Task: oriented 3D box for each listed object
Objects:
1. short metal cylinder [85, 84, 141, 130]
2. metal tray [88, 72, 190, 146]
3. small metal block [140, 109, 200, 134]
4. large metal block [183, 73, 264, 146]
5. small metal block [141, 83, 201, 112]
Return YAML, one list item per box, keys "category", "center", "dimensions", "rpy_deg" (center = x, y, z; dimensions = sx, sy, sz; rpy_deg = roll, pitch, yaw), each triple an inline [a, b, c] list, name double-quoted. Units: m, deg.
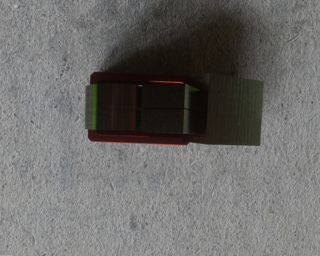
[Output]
- category: "short metal cylinder"
  center: [-0.048, -0.023, 0.370]
  dimensions: [0.081, 0.080, 0.050]
  rpy_deg: [1, 90, 0]
- category: "metal tray"
  center: [-0.025, -0.025, 0.408]
  dimensions: [0.131, 0.030, 0.089]
  rpy_deg: [2, 90, 0]
- category: "small metal block"
  center: [0.012, -0.007, 0.346]
  dimensions: [0.050, 0.050, 0.025]
  rpy_deg: [2, 89, 26]
- category: "large metal block"
  center: [0.078, -0.020, 0.385]
  dimensions: [0.081, 0.050, 0.080]
  rpy_deg: [3, 90, -26]
- category: "small metal block"
  center: [0.013, -0.033, 0.346]
  dimensions: [0.050, 0.050, 0.025]
  rpy_deg: [2, 89, 26]
